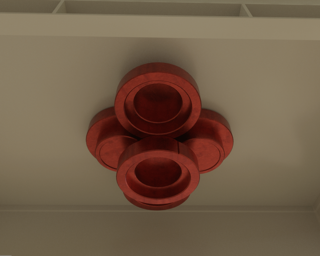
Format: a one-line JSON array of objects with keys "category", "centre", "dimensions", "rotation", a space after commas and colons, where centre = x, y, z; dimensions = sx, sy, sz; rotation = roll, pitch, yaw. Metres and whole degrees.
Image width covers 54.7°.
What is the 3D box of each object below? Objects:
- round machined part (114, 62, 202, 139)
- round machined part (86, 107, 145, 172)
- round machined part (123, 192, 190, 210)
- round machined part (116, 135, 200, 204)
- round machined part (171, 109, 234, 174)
[{"category": "round machined part", "centre": [-0.002, -0.034, 0.366], "dimensions": [0.099, 0.042, 0.097], "rotation": [-1, 130, 0]}, {"category": "round machined part", "centre": [-0.050, 0.022, 0.414], "dimensions": [0.099, 0.042, 0.097], "rotation": [-1, 130, 0]}, {"category": "round machined part", "centre": [-0.004, 0.077, 0.461], "dimensions": [0.099, 0.042, 0.097], "rotation": [-1, 130, 0]}, {"category": "round machined part", "centre": [-0.002, 0.047, 0.380], "dimensions": [0.099, 0.042, 0.097], "rotation": [-1, 130, 0]}, {"category": "round machined part", "centre": [0.050, 0.025, 0.417], "dimensions": [0.099, 0.042, 0.097], "rotation": [-1, 130, 0]}]
